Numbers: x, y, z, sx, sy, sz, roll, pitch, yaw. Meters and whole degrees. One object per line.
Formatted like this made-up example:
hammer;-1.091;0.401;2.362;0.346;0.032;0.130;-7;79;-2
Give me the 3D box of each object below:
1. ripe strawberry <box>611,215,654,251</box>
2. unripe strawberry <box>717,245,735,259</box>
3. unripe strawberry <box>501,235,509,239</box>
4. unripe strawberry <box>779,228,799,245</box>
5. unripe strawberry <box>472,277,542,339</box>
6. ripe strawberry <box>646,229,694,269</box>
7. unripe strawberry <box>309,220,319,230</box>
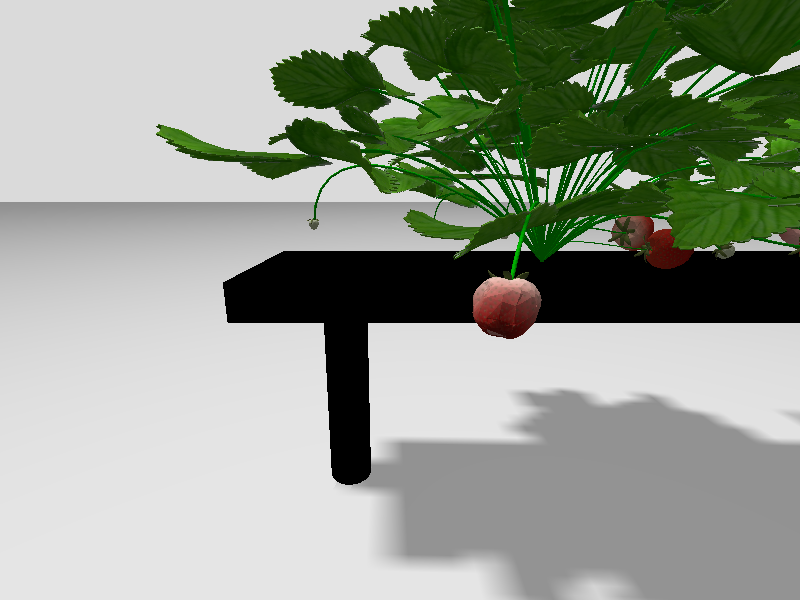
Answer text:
ripe strawberry;0.252;-0.074;0.430;0.042;0.041;0.039;-9;18;-32
unripe strawberry;0.295;-0.044;0.362;0.014;0.015;0.013;12;14;-7
unripe strawberry;0.129;-0.080;0.494;0.011;0.010;0.010;0;15;1
unripe strawberry;0.438;-0.075;0.441;0.032;0.033;0.029;10;18;34
unripe strawberry;0.043;0.004;0.167;0.028;0.026;0.025;6;-37;22
ripe strawberry;0.220;-0.041;0.325;0.033;0.032;0.031;5;16;14
unripe strawberry;-0.086;-0.075;0.399;0.010;0.010;0.011;4;16;14
